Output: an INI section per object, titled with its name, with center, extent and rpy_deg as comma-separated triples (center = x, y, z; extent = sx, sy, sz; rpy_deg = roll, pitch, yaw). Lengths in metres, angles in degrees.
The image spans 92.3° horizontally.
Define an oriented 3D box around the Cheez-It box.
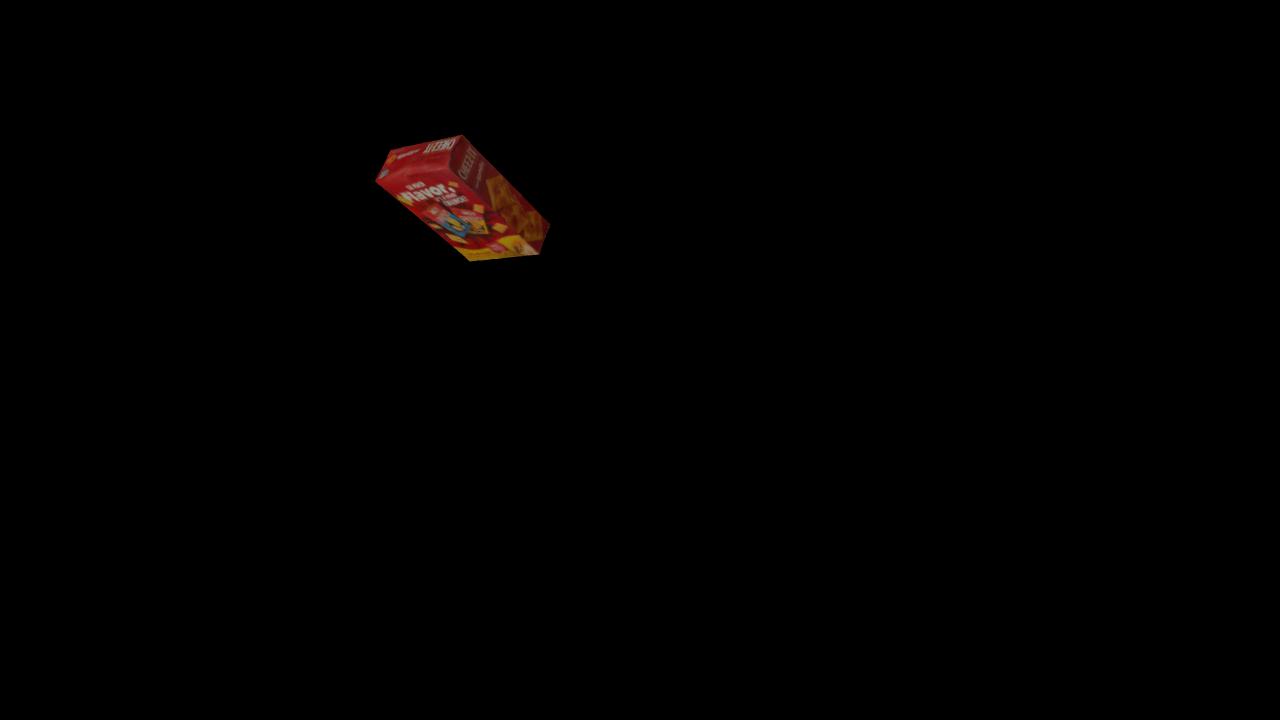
[Cheez-It box]
center = -0.277, -0.248, 0.983
extent = 0.166, 0.071, 0.223
rpy_deg = 1, -24, 31
